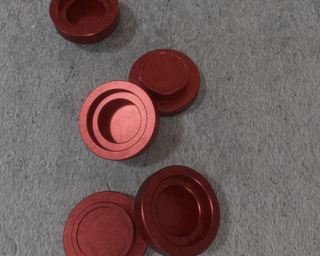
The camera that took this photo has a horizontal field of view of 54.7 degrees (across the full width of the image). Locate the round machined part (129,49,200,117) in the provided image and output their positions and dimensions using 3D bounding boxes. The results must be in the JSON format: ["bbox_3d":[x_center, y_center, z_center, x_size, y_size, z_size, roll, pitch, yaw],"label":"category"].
[{"bbox_3d":[0.006,-0.068,0.424,0.099,0.042,0.098,0,70,0],"label":"round machined part"}]

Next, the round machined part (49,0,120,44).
[{"bbox_3d":[-0.108,-0.164,0.458,0.099,0.042,0.098,0,70,0],"label":"round machined part"}]

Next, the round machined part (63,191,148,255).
[{"bbox_3d":[-0.062,0.121,0.354,0.099,0.042,0.098,0,70,0],"label":"round machined part"}]

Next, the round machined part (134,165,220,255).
[{"bbox_3d":[0.016,0.095,0.351,0.099,0.042,0.098,12,63,-25],"label":"round machined part"}]

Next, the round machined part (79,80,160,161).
[{"bbox_3d":[-0.048,-0.008,0.392,0.098,0.042,0.097,-1,83,12],"label":"round machined part"}]
